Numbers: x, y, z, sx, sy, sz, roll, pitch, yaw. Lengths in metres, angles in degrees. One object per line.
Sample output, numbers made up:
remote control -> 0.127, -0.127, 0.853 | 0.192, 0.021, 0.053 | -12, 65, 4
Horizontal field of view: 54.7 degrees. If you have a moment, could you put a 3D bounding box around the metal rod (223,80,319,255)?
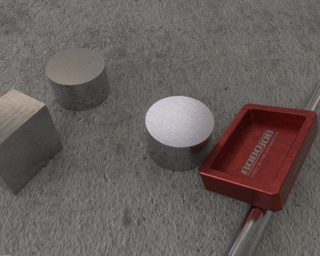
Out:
metal rod -> 0.156, 0.034, 0.375 | 0.025, 0.025, 0.301 | 28, 55, 21

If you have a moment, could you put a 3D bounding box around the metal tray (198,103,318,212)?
metal tray -> 0.116, 0.026, 0.358 | 0.090, 0.030, 0.131 | 12, 47, 38

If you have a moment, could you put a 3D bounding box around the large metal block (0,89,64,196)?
large metal block -> -0.166, 0.017, 0.352 | 0.050, 0.080, 0.080 | 24, 54, 19

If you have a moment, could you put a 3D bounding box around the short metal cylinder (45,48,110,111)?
short metal cylinder -> -0.116, -0.070, 0.445 | 0.081, 0.050, 0.080 | 0, 50, 0

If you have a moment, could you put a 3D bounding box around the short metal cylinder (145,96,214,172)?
short metal cylinder -> 0.023, 0.006, 0.382 | 0.081, 0.050, 0.080 | 0, 50, 0
